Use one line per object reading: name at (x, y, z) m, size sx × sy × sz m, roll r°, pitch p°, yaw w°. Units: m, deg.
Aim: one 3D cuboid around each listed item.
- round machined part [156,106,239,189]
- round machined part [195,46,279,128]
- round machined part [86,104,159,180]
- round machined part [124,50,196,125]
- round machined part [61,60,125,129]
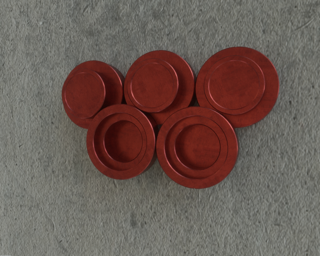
round machined part at (0.048, 0.023, 0.384) m, size 0.098 × 0.042 × 0.097 m, roll 0°, pitch 90°, yaw 19°
round machined part at (0.090, -0.049, 0.369) m, size 0.098 × 0.042 × 0.097 m, roll 0°, pitch 90°, yaw 19°
round machined part at (-0.045, 0.018, 0.416) m, size 0.098 × 0.042 × 0.097 m, roll 0°, pitch 90°, yaw 19°
round machined part at (-0.003, -0.053, 0.402) m, size 0.098 × 0.042 × 0.097 m, roll 0°, pitch 90°, yaw 19°
round machined part at (-0.097, -0.047, 0.434) m, size 0.098 × 0.042 × 0.097 m, roll 0°, pitch 90°, yaw 19°
